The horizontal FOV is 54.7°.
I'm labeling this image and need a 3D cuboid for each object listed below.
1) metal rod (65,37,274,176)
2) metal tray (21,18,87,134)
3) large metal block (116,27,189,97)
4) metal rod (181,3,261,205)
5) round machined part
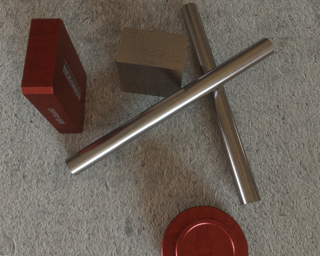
[{"bbox_3d":[0.016,-0.030,0.400,0.301,0.025,0.025,-32,73,-4],"label":"metal rod"},{"bbox_3d":[-0.119,-0.055,0.371,0.030,0.130,0.090,-1,70,-1],"label":"metal tray"},{"bbox_3d":[-0.009,-0.083,0.409,0.080,0.080,0.050,8,70,2],"label":"large metal block"},{"bbox_3d":[0.077,-0.046,0.425,0.025,0.025,0.299,-12,71,-5],"label":"metal rod"},{"bbox_3d":[0.051,0.138,0.349,0.099,0.042,0.098,0,70,-1],"label":"round machined part"}]
